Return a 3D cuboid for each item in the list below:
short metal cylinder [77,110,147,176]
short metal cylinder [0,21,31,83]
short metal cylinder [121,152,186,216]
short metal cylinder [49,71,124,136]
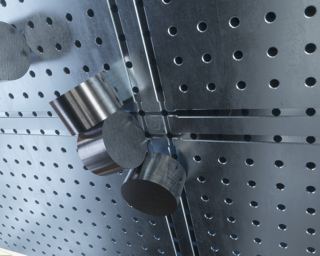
[{"bbox_3d":[-0.064,0.021,0.421,0.050,0.080,0.080,-21,108,35],"label":"short metal cylinder"},{"bbox_3d":[-0.231,-0.103,0.431,0.050,0.080,0.080,-4,117,30],"label":"short metal cylinder"},{"bbox_3d":[-0.008,0.080,0.437,0.080,0.050,0.079,11,134,12],"label":"short metal cylinder"},{"bbox_3d":[-0.095,-0.033,0.404,0.080,0.080,0.050,-20,108,35],"label":"short metal cylinder"}]
